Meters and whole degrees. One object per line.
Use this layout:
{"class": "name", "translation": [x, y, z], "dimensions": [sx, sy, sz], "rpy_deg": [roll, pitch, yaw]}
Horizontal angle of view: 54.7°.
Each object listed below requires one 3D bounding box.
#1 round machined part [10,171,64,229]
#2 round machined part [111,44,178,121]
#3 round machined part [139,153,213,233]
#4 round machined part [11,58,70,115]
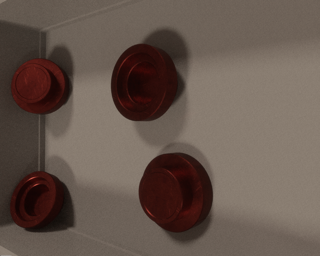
{"class": "round machined part", "translation": [-0.211, 0.129, 0.550], "dimensions": [0.098, 0.042, 0.098], "rpy_deg": [-9, 64, 19]}
{"class": "round machined part", "translation": [-0.016, -0.058, 0.407], "dimensions": [0.098, 0.042, 0.097], "rpy_deg": [0, 90, 39]}
{"class": "round machined part", "translation": [0.012, 0.081, 0.384], "dimensions": [0.098, 0.042, 0.097], "rpy_deg": [0, 90, 39]}
{"class": "round machined part", "translation": [-0.212, -0.074, 0.537], "dimensions": [0.099, 0.042, 0.097], "rpy_deg": [0, 86, 5]}
